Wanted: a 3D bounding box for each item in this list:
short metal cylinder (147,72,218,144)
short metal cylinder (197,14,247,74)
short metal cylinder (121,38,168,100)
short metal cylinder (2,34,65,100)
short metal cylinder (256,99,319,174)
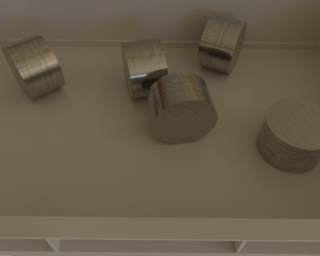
[{"bbox_3d":[0.026,-0.024,0.390,0.081,0.080,0.050,-7,51,-6],"label":"short metal cylinder"},{"bbox_3d":[0.096,-0.129,0.479,0.050,0.080,0.080,20,53,16],"label":"short metal cylinder"},{"bbox_3d":[-0.023,-0.084,0.440,0.050,0.080,0.080,-11,51,-9],"label":"short metal cylinder"},{"bbox_3d":[-0.179,-0.086,0.439,0.050,0.080,0.080,-31,57,-23],"label":"short metal cylinder"},{"bbox_3d":[0.166,0.009,0.383,0.081,0.050,0.080,0,50,0],"label":"short metal cylinder"}]
